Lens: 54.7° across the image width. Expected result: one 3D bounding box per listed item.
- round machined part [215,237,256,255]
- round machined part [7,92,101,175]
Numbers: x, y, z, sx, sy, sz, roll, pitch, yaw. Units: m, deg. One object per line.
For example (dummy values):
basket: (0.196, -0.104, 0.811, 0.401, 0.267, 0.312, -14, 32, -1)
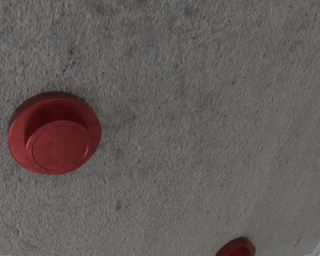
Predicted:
round machined part: (0.166, 0.285, 0.663, 0.099, 0.042, 0.097, -14, 124, -21)
round machined part: (-0.113, 0.013, 0.342, 0.099, 0.042, 0.097, -14, 124, -21)
